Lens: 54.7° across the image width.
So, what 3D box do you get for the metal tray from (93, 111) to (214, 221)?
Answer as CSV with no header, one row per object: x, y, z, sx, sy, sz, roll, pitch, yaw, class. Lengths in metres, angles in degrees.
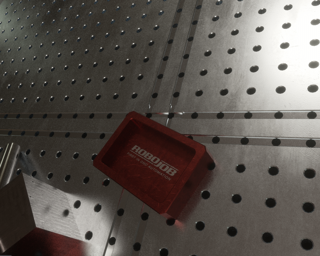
-0.012,0.041,0.384,0.130,0.030,0.090,27,76,36,metal tray

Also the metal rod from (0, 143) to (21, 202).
-0.209,0.102,0.384,0.025,0.025,0.300,-36,30,4,metal rod

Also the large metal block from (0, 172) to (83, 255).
-0.151,0.113,0.381,0.050,0.080,0.080,-38,51,2,large metal block
